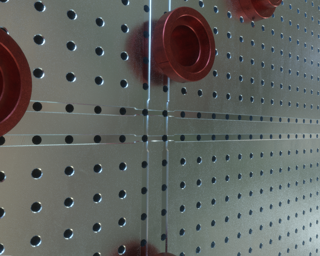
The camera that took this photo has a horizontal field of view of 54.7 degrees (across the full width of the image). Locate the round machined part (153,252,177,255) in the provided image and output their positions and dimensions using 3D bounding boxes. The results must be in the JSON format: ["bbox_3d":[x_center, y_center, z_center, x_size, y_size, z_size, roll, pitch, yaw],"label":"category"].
[{"bbox_3d":[-0.004,0.210,0.398,0.099,0.042,0.097,0,90,-40],"label":"round machined part"}]

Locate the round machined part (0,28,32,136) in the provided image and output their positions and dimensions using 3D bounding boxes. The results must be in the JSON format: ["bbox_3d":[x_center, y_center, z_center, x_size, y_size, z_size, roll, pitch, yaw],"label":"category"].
[{"bbox_3d":[-0.160,-0.038,0.252,0.099,0.042,0.097,-18,111,-57],"label":"round machined part"}]

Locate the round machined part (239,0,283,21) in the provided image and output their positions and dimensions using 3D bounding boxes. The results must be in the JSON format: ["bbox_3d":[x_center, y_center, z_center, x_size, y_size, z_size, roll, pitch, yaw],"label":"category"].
[{"bbox_3d":[0.186,-0.247,0.557,0.099,0.042,0.097,0,90,-40],"label":"round machined part"}]

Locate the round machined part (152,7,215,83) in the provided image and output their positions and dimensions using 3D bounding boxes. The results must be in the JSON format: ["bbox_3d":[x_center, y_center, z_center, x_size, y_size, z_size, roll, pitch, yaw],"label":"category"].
[{"bbox_3d":[0.028,-0.110,0.423,0.099,0.042,0.097,0,90,-40],"label":"round machined part"}]
